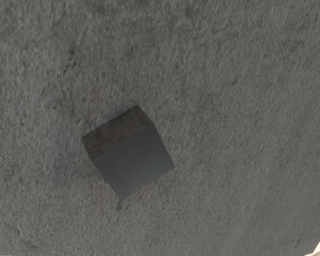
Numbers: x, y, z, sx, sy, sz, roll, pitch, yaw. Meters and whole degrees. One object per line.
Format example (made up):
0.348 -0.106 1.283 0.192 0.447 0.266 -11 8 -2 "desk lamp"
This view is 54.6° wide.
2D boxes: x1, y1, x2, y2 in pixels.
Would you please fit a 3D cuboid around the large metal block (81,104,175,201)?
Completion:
-0.038 0.031 0.388 0.080 0.050 0.080 -32 129 -8 "large metal block"
